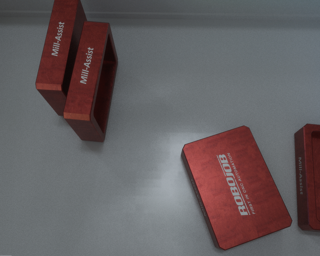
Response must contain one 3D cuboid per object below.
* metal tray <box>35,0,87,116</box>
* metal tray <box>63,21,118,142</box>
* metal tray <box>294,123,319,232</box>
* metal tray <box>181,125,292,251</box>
[{"bbox_3d":[-0.120,-0.090,0.407,0.030,0.090,0.130,4,70,1],"label":"metal tray"},{"bbox_3d":[-0.083,-0.056,0.394,0.030,0.090,0.130,6,70,2],"label":"metal tray"},{"bbox_3d":[0.220,0.063,0.384,0.091,0.030,0.130,6,70,2],"label":"metal tray"},{"bbox_3d":[0.090,0.071,0.382,0.091,0.030,0.130,-17,71,-7],"label":"metal tray"}]
